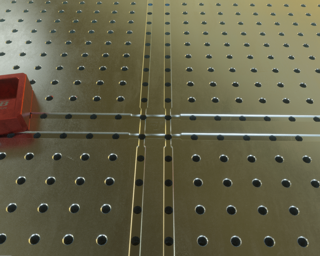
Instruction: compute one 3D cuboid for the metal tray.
[{"bbox_3d":[-0.250,-0.029,0.425,0.131,0.030,0.090,-8,51,-8],"label":"metal tray"}]
